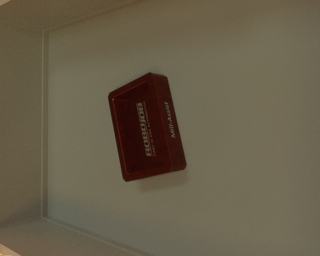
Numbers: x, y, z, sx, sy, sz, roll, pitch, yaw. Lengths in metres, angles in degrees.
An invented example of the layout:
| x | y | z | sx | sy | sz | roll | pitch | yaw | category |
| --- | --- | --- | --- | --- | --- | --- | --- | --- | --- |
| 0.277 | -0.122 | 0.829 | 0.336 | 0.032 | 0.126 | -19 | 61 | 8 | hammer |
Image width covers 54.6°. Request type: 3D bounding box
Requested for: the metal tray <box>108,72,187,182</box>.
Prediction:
| x | y | z | sx | sy | sz | roll | pitch | yaw | category |
| --- | --- | --- | --- | --- | --- | --- | --- | --- | --- |
| -0.021 | 0.001 | 0.421 | 0.090 | 0.030 | 0.129 | -20 | 78 | 38 | metal tray |
